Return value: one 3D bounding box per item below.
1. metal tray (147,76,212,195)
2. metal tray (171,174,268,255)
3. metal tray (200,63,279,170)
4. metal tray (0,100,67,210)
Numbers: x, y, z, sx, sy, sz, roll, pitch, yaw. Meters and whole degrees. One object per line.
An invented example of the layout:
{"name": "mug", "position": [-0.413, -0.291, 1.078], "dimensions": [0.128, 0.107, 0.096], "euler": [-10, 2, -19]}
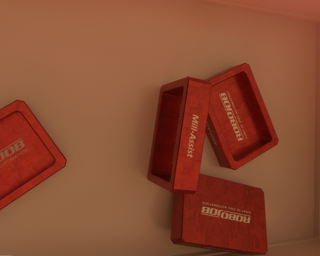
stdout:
{"name": "metal tray", "position": [0.021, 0.008, 0.383], "dimensions": [0.030, 0.090, 0.129], "euler": [10, 87, -20]}
{"name": "metal tray", "position": [0.082, 0.117, 0.420], "dimensions": [0.131, 0.030, 0.090], "euler": [16, 61, -19]}
{"name": "metal tray", "position": [0.108, -0.017, 0.447], "dimensions": [0.091, 0.030, 0.129], "euler": [-27, 99, -18]}
{"name": "metal tray", "position": [-0.183, 0.040, 0.340], "dimensions": [0.131, 0.030, 0.090], "euler": [-35, 102, -17]}
